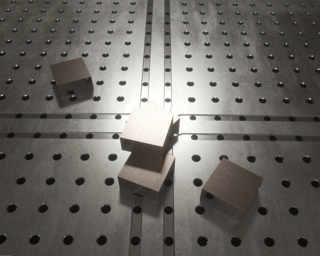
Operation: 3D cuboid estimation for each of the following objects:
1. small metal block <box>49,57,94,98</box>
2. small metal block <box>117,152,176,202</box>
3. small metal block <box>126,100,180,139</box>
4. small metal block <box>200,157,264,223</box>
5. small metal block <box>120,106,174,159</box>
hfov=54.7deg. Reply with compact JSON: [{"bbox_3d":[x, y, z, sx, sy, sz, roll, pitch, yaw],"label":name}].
[{"bbox_3d":[-0.134,-0.077,0.471,0.050,0.025,0.050,-19,53,-16],"label":"small metal block"},{"bbox_3d":[-0.015,0.052,0.364,0.050,0.025,0.050,18,52,14],"label":"small metal block"},{"bbox_3d":[-0.009,-0.004,0.411,0.050,0.025,0.050,32,57,24],"label":"small metal block"},{"bbox_3d":[0.081,0.069,0.351,0.050,0.025,0.050,28,55,21],"label":"small metal block"},{"bbox_3d":[-0.015,0.005,0.371,0.050,0.025,0.050,12,51,9],"label":"small metal block"}]
